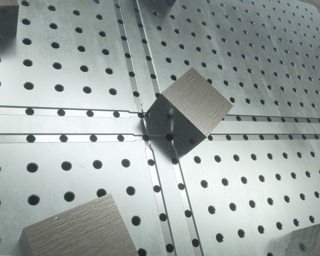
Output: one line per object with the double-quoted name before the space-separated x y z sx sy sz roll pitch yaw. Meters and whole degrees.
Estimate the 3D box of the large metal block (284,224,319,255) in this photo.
"large metal block" 0.207 0.184 0.394 0.080 0.050 0.080 43 51 1

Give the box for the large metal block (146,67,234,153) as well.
"large metal block" 0.042 -0.026 0.432 0.080 0.050 0.080 44 51 2

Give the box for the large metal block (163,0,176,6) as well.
"large metal block" 0.014 -0.284 0.555 0.080 0.080 0.050 30 52 -10

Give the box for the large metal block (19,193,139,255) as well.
"large metal block" -0.072 0.117 0.283 0.081 0.050 0.080 -17 71 -35

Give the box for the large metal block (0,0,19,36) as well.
"large metal block" -0.224 -0.154 0.366 0.081 0.050 0.080 -19 72 -35
